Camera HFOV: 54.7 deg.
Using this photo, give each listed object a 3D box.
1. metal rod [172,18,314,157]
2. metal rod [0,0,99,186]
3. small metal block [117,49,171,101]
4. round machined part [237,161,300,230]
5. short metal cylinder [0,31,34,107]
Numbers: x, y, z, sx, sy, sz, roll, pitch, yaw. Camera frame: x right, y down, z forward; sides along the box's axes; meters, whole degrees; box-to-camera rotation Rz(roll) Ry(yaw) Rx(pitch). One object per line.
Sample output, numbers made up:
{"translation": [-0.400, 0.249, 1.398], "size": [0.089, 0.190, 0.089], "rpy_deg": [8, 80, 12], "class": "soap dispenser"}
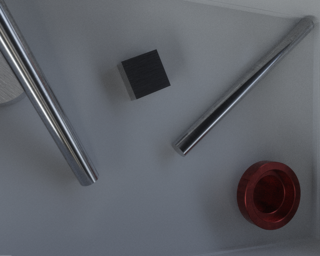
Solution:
{"translation": [0.131, -0.068, 0.460], "size": [0.301, 0.025, 0.025], "rpy_deg": [-43, 104, -15], "class": "metal rod"}
{"translation": [-0.131, -0.057, 0.304], "size": [0.025, 0.025, 0.299], "rpy_deg": [-31, 123, -17], "class": "metal rod"}
{"translation": [-0.021, -0.068, 0.404], "size": [0.050, 0.025, 0.050], "rpy_deg": [-25, 99, -19], "class": "small metal block"}
{"translation": [0.155, 0.097, 0.461], "size": [0.099, 0.042, 0.097], "rpy_deg": [0, 90, -21], "class": "round machined part"}
{"translation": [-0.178, -0.064, 0.332], "size": [0.081, 0.050, 0.079], "rpy_deg": [0, 90, -20], "class": "short metal cylinder"}
